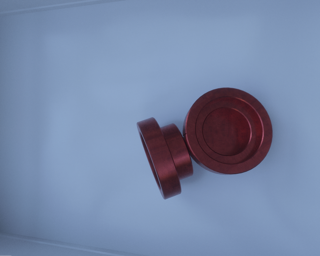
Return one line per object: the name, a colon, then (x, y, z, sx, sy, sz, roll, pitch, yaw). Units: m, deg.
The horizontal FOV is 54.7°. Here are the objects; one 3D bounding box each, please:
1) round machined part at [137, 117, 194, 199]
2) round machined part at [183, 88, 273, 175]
round machined part: (0.008, 0.033, 0.374, 0.042, 0.098, 0.098, -20, 83, -7)
round machined part: (0.075, 0.006, 0.361, 0.099, 0.042, 0.098, 1, 79, -5)
